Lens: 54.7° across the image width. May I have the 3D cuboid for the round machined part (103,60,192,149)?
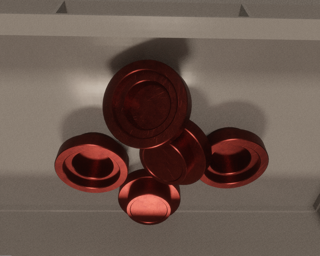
[{"bbox_3d":[-0.012,-0.025,0.354,0.098,0.098,0.042,-20,170,15],"label":"round machined part"}]

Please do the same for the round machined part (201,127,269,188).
[{"bbox_3d":[0.096,0.037,0.431,0.099,0.042,0.097,-1,130,0],"label":"round machined part"}]

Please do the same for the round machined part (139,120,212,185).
[{"bbox_3d":[0.013,0.034,0.398,0.098,0.042,0.097,17,126,25],"label":"round machined part"}]

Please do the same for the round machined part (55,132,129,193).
[{"bbox_3d":[-0.092,0.044,0.434,0.099,0.042,0.097,-1,130,0],"label":"round machined part"}]

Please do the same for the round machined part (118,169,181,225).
[{"bbox_3d":[-0.017,0.114,0.487,0.099,0.042,0.097,0,123,0],"label":"round machined part"}]
